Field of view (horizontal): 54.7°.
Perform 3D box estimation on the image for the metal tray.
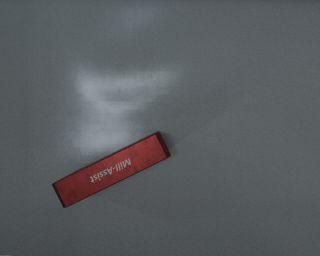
[{"bbox_3d":[-0.053,0.046,0.378,0.131,0.090,0.030,-26,90,0],"label":"metal tray"}]
